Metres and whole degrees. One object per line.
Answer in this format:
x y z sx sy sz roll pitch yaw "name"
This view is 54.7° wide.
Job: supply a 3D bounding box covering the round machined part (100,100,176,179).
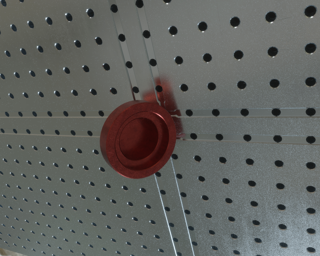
-0.031 0.012 0.398 0.042 0.099 0.097 22 134 55 "round machined part"
